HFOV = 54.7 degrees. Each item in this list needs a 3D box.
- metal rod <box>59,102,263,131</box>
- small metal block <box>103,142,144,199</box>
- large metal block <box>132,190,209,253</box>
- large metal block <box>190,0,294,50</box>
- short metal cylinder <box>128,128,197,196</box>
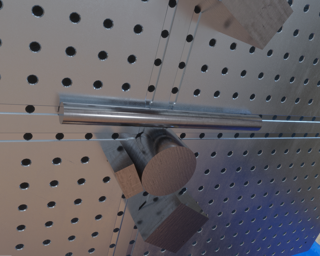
[{"bbox_3d":[0.022,-0.012,0.417,0.303,0.025,0.025,2,118,-30],"label":"metal rod"},{"bbox_3d":[-0.048,0.055,0.405,0.025,0.050,0.050,-25,128,-13],"label":"small metal block"},{"bbox_3d":[0.018,0.145,0.496,0.080,0.050,0.080,-47,130,5],"label":"large metal block"},{"bbox_3d":[0.082,-0.139,0.336,0.080,0.080,0.050,31,101,-38],"label":"large metal block"},{"bbox_3d":[0.003,0.046,0.427,0.081,0.050,0.079,-14,124,-21],"label":"short metal cylinder"}]
